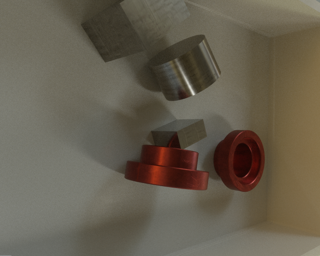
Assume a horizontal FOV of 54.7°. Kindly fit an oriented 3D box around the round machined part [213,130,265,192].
[{"bbox_3d":[0.125,0.052,0.503,0.099,0.042,0.097,0,90,-40],"label":"round machined part"}]

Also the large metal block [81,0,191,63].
[{"bbox_3d":[-0.027,-0.122,0.349,0.080,0.080,0.050,-46,118,-30],"label":"large metal block"}]

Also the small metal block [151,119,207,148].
[{"bbox_3d":[0.025,0.008,0.414,0.050,0.050,0.025,-24,106,-38],"label":"small metal block"}]

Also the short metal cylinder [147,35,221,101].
[{"bbox_3d":[0.031,-0.078,0.399,0.080,0.080,0.050,-45,117,-31],"label":"short metal cylinder"}]

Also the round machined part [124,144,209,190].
[{"bbox_3d":[0.010,0.045,0.369,0.099,0.098,0.042,13,82,-40],"label":"round machined part"}]
